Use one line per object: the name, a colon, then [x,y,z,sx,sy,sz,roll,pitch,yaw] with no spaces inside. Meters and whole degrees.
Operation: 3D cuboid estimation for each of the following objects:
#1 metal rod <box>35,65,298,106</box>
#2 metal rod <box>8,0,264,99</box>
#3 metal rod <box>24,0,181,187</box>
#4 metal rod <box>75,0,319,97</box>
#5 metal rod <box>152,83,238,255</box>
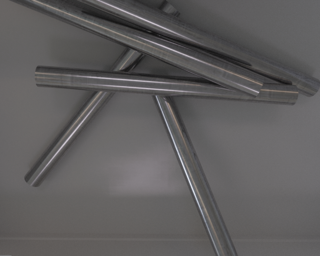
metal rod: [0.010,-0.050,0.366,0.302,0.025,0.025,4,110,-3]
metal rod: [-0.030,-0.101,0.348,0.301,0.025,0.025,22,109,2]
metal rod: [-0.082,-0.034,0.397,0.025,0.025,0.299,39,105,-13]
metal rod: [0.056,-0.097,0.356,0.302,0.025,0.025,18,109,-15]
metal rod: [0.051,0.081,0.377,0.025,0.025,0.299,-23,84,8]
